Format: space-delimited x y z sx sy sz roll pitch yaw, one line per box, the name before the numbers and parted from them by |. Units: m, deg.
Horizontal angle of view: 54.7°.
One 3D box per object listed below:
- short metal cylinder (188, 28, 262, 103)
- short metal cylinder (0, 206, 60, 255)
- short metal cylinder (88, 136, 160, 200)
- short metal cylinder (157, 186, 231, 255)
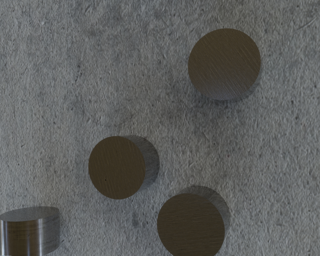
short metal cylinder | 0.079 -0.071 0.368 0.080 0.050 0.080 0 90 20
short metal cylinder | -0.187 0.148 0.446 0.080 0.080 0.050 -2 90 20
short metal cylinder | -0.047 0.050 0.412 0.080 0.050 0.080 0 90 20
short metal cylinder | 0.043 0.115 0.380 0.080 0.050 0.080 0 90 20
